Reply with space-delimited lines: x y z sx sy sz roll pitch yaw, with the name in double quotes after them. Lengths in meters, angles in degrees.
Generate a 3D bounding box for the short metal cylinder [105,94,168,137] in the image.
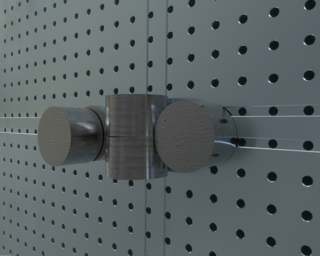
-0.030 -0.016 0.399 0.080 0.081 0.050 1 92 40 "short metal cylinder"

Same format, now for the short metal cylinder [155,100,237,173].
0.041 0.009 0.359 0.080 0.050 0.079 0 90 39 "short metal cylinder"

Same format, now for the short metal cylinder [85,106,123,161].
-0.082 0.008 0.461 0.080 0.050 0.079 0 90 39 "short metal cylinder"

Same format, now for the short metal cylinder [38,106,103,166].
-0.125 0.011 0.429 0.080 0.050 0.079 0 90 40 "short metal cylinder"

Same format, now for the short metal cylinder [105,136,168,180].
-0.030 0.036 0.398 0.080 0.081 0.050 -1 89 40 "short metal cylinder"
